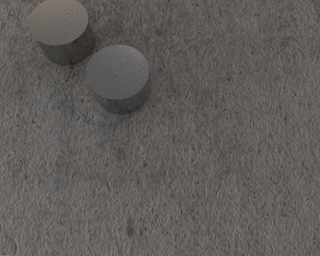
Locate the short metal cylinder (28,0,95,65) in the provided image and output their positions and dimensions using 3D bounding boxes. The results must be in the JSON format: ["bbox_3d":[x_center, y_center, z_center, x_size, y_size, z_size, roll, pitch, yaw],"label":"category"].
[{"bbox_3d":[-0.138,-0.138,0.444,0.081,0.050,0.080,0,70,0],"label":"short metal cylinder"}]

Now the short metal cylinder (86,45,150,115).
[{"bbox_3d":[-0.054,-0.064,0.418,0.081,0.050,0.080,0,70,0],"label":"short metal cylinder"}]
